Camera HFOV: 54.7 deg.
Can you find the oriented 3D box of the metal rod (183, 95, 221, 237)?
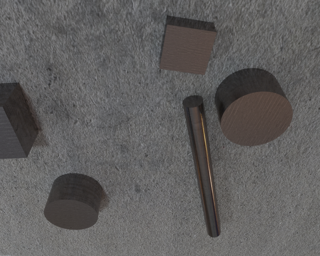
[{"bbox_3d":[0.070,0.079,0.474,0.025,0.025,0.298,-9,130,7],"label":"metal rod"}]

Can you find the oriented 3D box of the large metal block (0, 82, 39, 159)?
[{"bbox_3d":[-0.209,-0.007,0.383,0.080,0.050,0.079,-3,130,2],"label":"large metal block"}]

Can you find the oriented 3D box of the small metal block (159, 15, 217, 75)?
[{"bbox_3d":[0.028,-0.088,0.332,0.050,0.025,0.050,7,130,-6],"label":"small metal block"}]

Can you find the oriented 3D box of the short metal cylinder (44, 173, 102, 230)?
[{"bbox_3d":[-0.135,0.117,0.489,0.081,0.050,0.079,0,130,0],"label":"short metal cylinder"}]

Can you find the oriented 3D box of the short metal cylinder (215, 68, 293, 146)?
[{"bbox_3d":[0.110,-0.024,0.371,0.081,0.050,0.079,0,130,0],"label":"short metal cylinder"}]
